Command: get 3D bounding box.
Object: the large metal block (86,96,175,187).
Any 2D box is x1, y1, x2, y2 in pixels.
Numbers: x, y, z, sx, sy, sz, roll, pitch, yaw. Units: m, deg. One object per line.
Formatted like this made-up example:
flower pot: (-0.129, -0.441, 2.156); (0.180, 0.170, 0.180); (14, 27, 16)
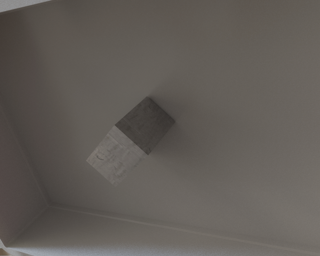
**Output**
large metal block: (-0.037, 0.017, 0.397); (0.050, 0.080, 0.080); (43, 129, -2)
